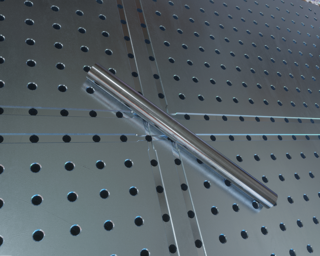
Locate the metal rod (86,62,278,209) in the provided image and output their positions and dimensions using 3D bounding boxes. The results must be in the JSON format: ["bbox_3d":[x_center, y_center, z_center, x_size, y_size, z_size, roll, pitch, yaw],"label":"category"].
[{"bbox_3d":[0.032,0.013,0.417,0.301,0.025,0.025,36,51,-4],"label":"metal rod"}]
